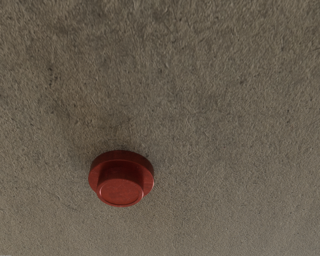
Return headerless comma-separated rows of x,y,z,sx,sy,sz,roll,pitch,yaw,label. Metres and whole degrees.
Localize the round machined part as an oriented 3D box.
-0.058,0.082,0.465,0.099,0.042,0.097,0,130,0,round machined part
